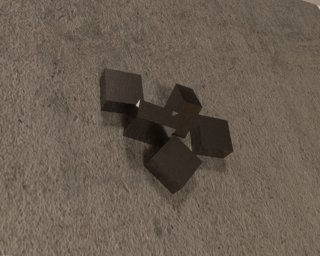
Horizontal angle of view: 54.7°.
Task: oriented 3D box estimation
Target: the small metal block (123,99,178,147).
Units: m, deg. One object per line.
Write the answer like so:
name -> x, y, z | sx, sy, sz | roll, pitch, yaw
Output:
small metal block -> -0.012, -0.004, 0.385 | 0.050, 0.050, 0.025 | 19, 55, -18

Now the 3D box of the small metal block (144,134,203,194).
small metal block -> 0.017, 0.045, 0.387 | 0.050, 0.025, 0.050 | 44, 51, 2

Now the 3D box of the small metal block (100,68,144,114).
small metal block -> -0.050, -0.047, 0.407 | 0.050, 0.025, 0.050 | 7, 59, -25

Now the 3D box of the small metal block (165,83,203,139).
small metal block -> 0.027, -0.023, 0.407 | 0.025, 0.050, 0.050 | 16, 29, -20

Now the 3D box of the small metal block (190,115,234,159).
small metal block -> 0.071, 0.012, 0.437 | 0.050, 0.025, 0.050 | 10, 57, -23
